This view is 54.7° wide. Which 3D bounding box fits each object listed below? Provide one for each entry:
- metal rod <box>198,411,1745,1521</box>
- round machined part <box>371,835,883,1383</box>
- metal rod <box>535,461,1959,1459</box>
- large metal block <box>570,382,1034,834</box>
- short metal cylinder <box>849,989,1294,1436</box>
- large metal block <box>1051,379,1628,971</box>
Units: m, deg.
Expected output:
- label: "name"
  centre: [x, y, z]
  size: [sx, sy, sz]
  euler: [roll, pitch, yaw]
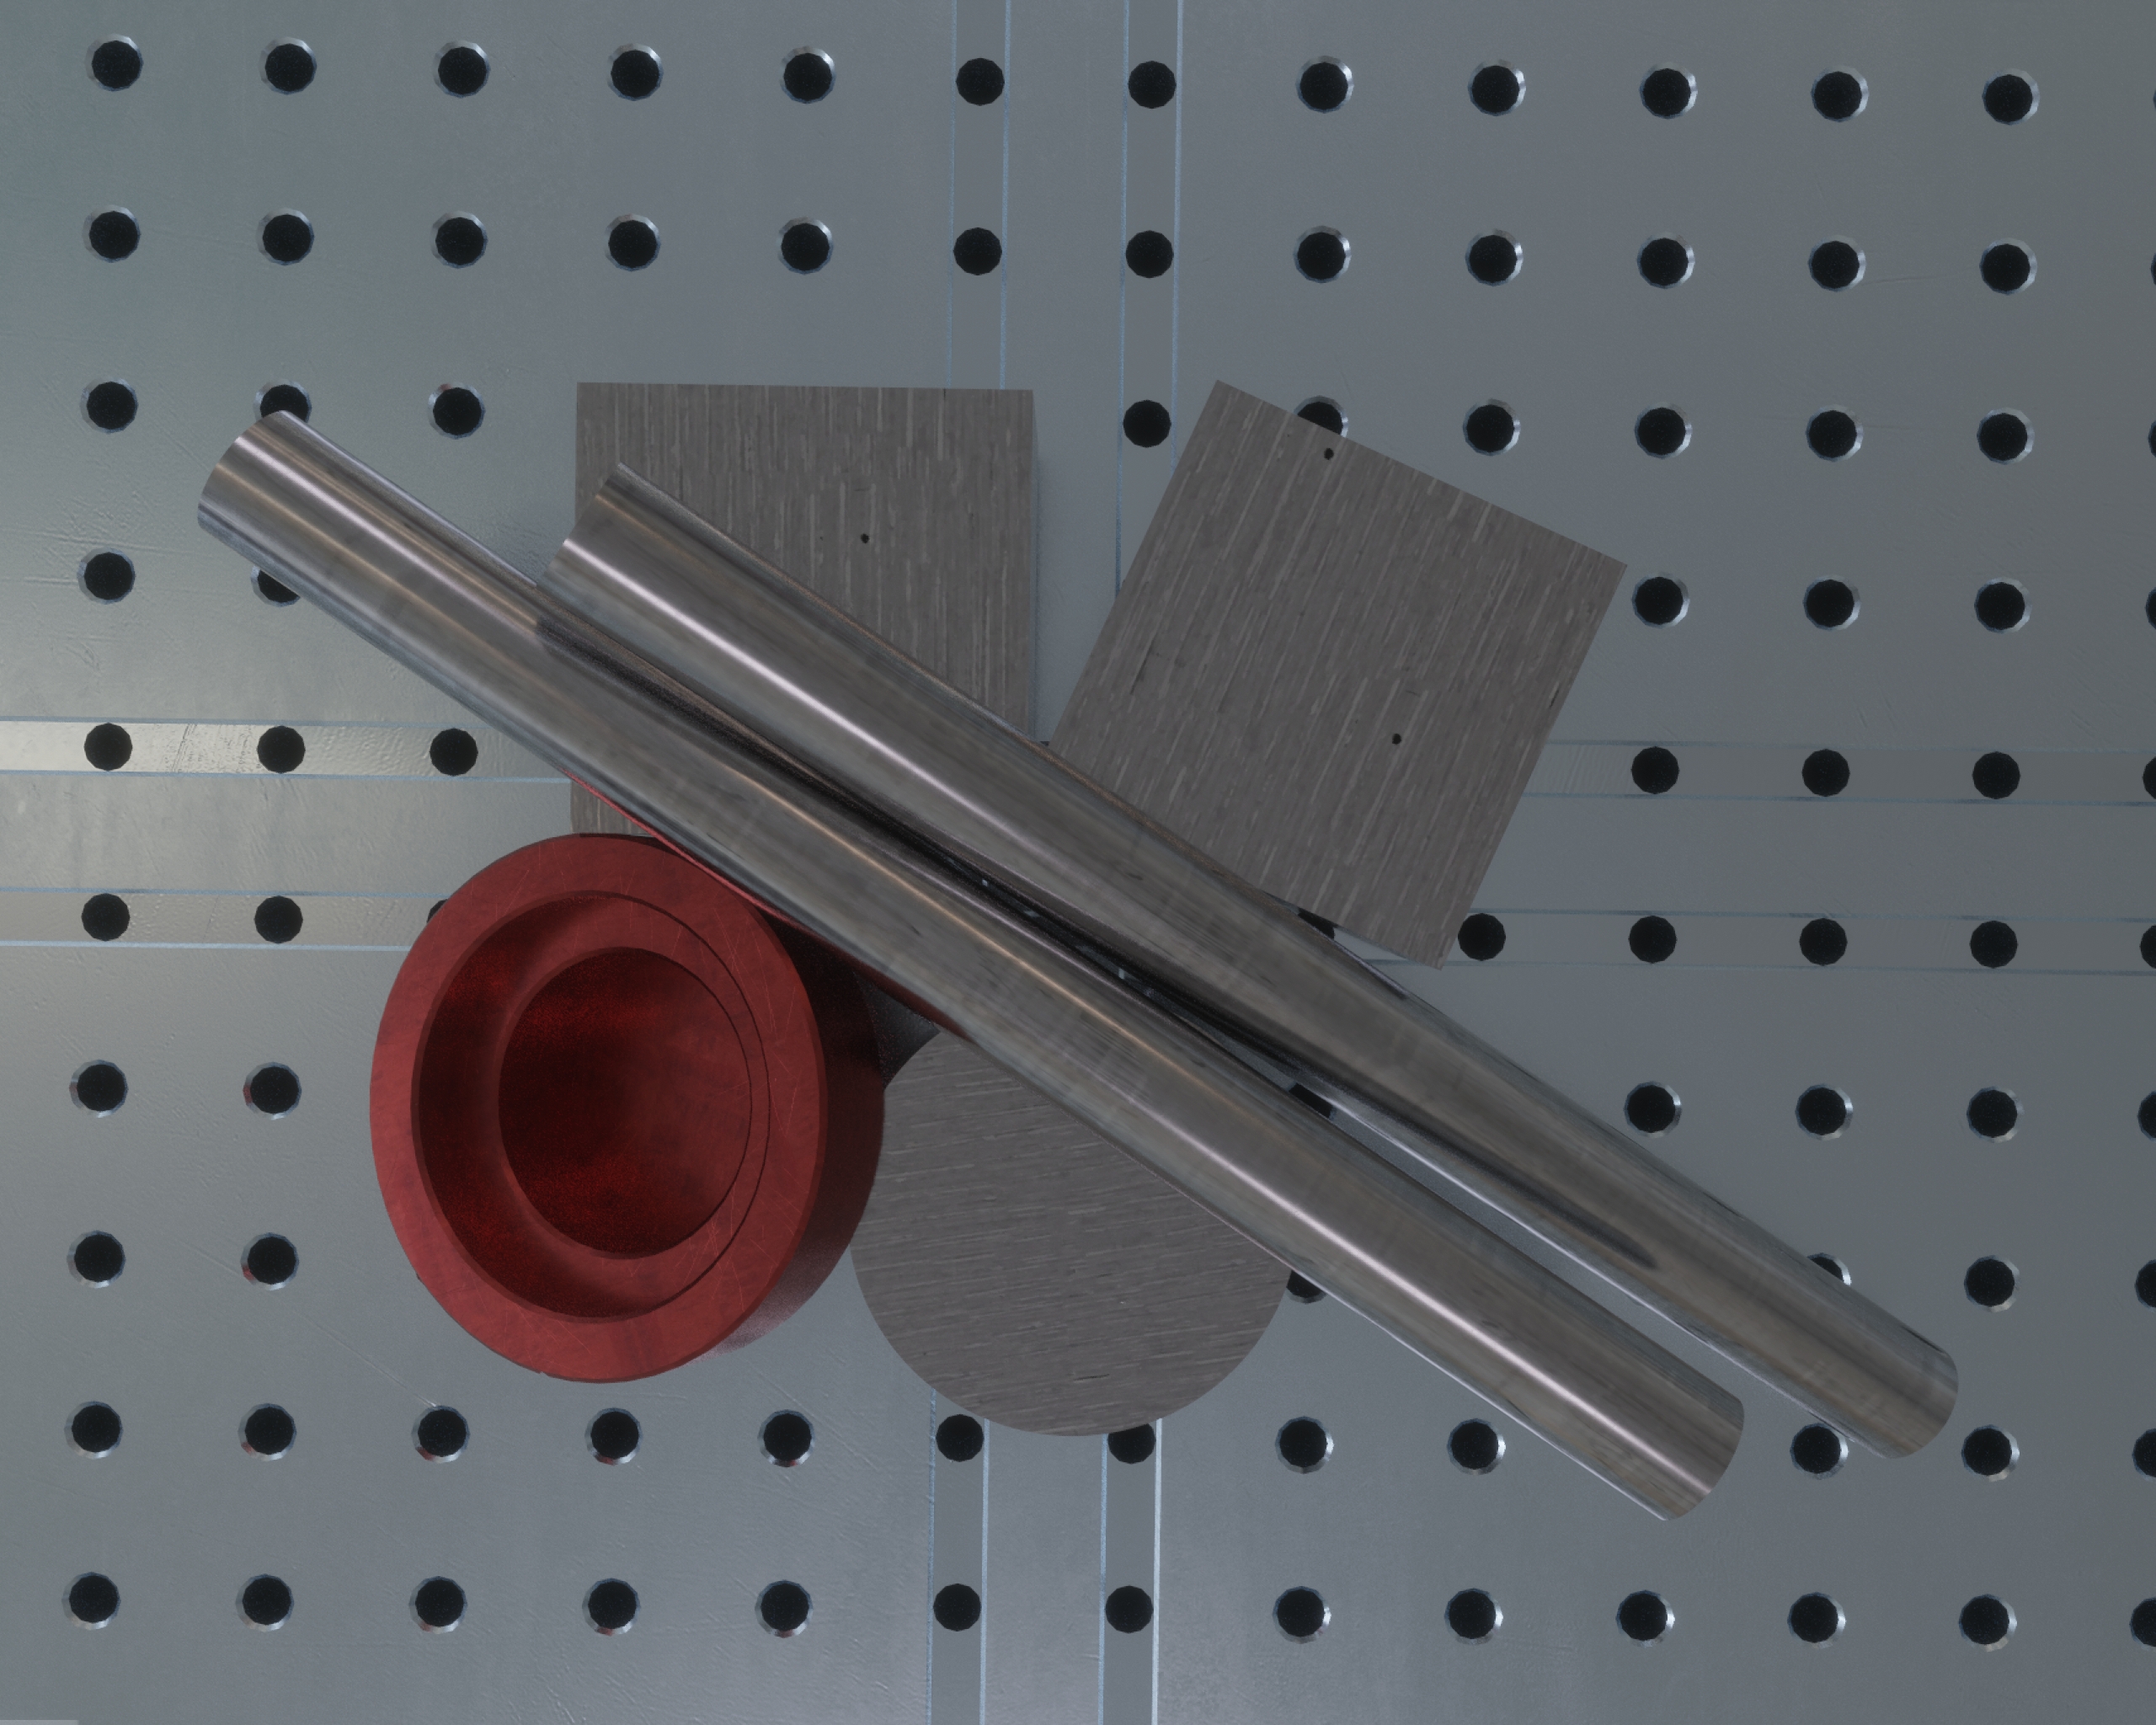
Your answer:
- label: "metal rod"
  centre: [-0.017, 0.018, 0.358]
  size: [0.301, 0.025, 0.025]
  euler: [34, 90, -1]
- label: "round machined part"
  centre: [-0.079, 0.044, 0.389]
  size: [0.098, 0.042, 0.097]
  euler: [-1, 86, 23]
- label: "metal rod"
  centre: [0.042, 0.026, 0.373]
  size: [0.301, 0.025, 0.025]
  euler: [33, 90, -15]
- label: "large metal block"
  centre: [-0.049, -0.045, 0.393]
  size: [0.081, 0.050, 0.079]
  euler: [1, 90, 0]
- label: "short metal cylinder"
  centre: [-0.001, 0.062, 0.396]
  size: [0.081, 0.050, 0.079]
  euler: [0, 90, 0]
- label: "large metal block"
  centre: [0.045, -0.034, 0.396]
  size: [0.080, 0.050, 0.080]
  euler: [24, 90, 0]
